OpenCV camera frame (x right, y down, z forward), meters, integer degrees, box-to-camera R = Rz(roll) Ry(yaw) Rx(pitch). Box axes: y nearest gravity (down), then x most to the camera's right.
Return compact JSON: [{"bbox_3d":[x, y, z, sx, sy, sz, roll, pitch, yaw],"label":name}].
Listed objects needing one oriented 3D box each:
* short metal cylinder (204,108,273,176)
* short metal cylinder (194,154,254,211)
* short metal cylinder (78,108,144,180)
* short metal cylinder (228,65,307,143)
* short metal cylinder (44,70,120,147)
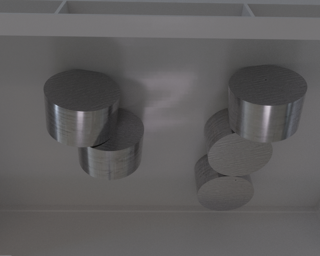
[{"bbox_3d":[0.101,0.019,0.409,0.081,0.050,0.079,0,130,0],"label":"short metal cylinder"},{"bbox_3d":[0.093,0.079,0.460,0.081,0.050,0.079,0,130,0],"label":"short metal cylinder"},{"bbox_3d":[-0.062,0.018,0.388,0.081,0.080,0.050,5,130,-4],"label":"short metal cylinder"},{"bbox_3d":[0.118,-0.029,0.349,0.080,0.080,0.050,-5,130,4],"label":"short metal cylinder"},{"bbox_3d":[-0.088,-0.024,0.352,0.081,0.080,0.050,8,130,-7],"label":"short metal cylinder"}]
